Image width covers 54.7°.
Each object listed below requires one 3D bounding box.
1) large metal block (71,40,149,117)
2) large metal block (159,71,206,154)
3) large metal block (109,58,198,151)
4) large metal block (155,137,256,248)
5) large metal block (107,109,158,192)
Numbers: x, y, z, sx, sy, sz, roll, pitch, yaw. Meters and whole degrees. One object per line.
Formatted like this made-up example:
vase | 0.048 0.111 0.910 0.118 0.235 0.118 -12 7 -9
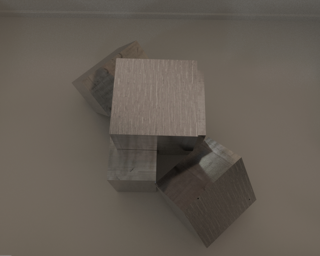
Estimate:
large metal block | -0.058 -0.062 0.393 0.080 0.080 0.050 -41 110 -14
large metal block | 0.025 -0.016 0.384 0.050 0.080 0.080 1 70 0
large metal block | -0.004 -0.022 0.317 0.080 0.050 0.080 2 70 0
large metal block | 0.053 0.072 0.345 0.080 0.080 0.050 -40 40 -13
large metal block | -0.029 0.030 0.368 0.050 0.080 0.080 1 70 0
